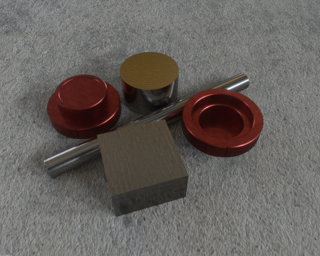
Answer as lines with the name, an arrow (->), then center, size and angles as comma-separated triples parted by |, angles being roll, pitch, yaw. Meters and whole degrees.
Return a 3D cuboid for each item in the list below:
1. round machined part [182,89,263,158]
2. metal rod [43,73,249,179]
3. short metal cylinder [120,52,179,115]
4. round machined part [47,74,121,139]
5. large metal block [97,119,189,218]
round machined part -> 0.077, -0.002, 0.395 | 0.099, 0.042, 0.098 | 0, 50, 0
metal rod -> -0.003, -0.011, 0.415 | 0.302, 0.025, 0.025 | -25, 55, -20
short metal cylinder -> -0.014, -0.064, 0.441 | 0.081, 0.050, 0.080 | 0, 50, 0
round machined part -> -0.104, -0.036, 0.422 | 0.099, 0.042, 0.098 | 0, 50, 0
large metal block -> -0.021, 0.044, 0.352 | 0.081, 0.050, 0.080 | -13, 51, -11
